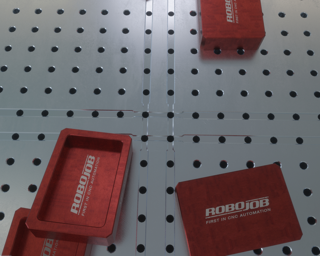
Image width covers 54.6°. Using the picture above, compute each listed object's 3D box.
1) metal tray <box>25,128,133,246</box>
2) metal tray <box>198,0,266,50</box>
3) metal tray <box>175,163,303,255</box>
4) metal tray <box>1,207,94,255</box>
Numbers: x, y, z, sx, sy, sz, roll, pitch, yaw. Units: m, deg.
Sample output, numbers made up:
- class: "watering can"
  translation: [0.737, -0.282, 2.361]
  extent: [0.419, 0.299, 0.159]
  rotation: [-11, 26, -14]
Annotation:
- class: "metal tray"
  translation: [-0.087, 0.064, 0.364]
  extent: [0.090, 0.030, 0.130]
  rotation: [7, 53, 2]
- class: "metal tray"
  translation: [0.106, -0.184, 0.477]
  extent: [0.090, 0.030, 0.130]
  rotation: [0, 70, 0]
- class: "metal tray"
  translation: [0.090, 0.100, 0.373]
  extent: [0.131, 0.030, 0.090]
  rotation: [-10, 70, -4]
- class: "metal tray"
  translation: [-0.132, 0.163, 0.348]
  extent: [0.090, 0.030, 0.130]
  rotation: [9, 70, 3]
